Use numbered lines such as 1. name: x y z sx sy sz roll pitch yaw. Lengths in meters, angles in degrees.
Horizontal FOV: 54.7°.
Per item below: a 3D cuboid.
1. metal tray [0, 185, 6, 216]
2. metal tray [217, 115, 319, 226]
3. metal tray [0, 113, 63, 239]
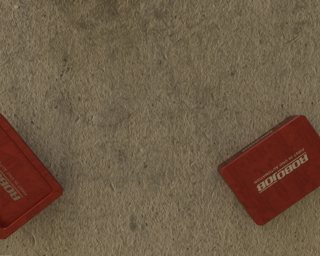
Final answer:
1. metal tray: -0.282 0.088 0.405 0.131 0.030 0.090 -15 90 0
2. metal tray: 0.155 0.054 0.409 0.130 0.030 0.090 -35 90 0
3. metal tray: -0.196 0.058 0.383 0.090 0.030 0.130 -39 98 -19
